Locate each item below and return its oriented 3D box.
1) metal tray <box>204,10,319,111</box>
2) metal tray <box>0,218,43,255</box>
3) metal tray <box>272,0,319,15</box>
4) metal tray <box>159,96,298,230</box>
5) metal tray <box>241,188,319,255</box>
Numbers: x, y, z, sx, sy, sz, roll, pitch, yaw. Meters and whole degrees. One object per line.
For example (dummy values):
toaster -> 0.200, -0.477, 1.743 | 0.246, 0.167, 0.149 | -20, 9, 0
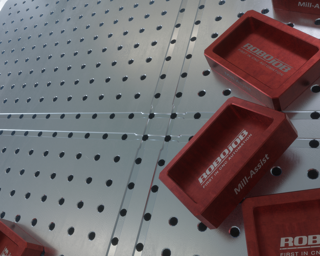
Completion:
metal tray -> 0.130, -0.090, 0.391 | 0.090, 0.030, 0.130 | -43, 51, -1
metal tray -> -0.222, 0.195, 0.403 | 0.090, 0.030, 0.130 | 17, 70, 34
metal tray -> 0.225, -0.192, 0.405 | 0.130, 0.030, 0.090 | 26, 76, 37
metal tray -> 0.068, 0.030, 0.331 | 0.130, 0.030, 0.090 | -47, 30, -5
metal tray -> 0.144, 0.100, 0.268 | 0.130, 0.030, 0.090 | -13, 56, 21
